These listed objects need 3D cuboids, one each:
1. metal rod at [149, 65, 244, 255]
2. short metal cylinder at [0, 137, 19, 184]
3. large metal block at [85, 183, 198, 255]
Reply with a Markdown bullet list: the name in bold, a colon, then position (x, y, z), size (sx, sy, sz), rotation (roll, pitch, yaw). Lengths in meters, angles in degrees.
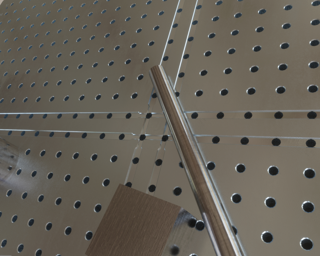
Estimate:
- **metal rod**: position (0.035, 0.030, 0.370), size (0.025, 0.025, 0.299), rotation (-27, 52, 11)
- **short metal cylinder**: position (-0.282, 0.051, 0.506), size (0.080, 0.050, 0.080), rotation (-13, 57, 20)
- **large metal block**: position (-0.018, 0.115, 0.330), size (0.080, 0.050, 0.080), rotation (13, 68, 33)
